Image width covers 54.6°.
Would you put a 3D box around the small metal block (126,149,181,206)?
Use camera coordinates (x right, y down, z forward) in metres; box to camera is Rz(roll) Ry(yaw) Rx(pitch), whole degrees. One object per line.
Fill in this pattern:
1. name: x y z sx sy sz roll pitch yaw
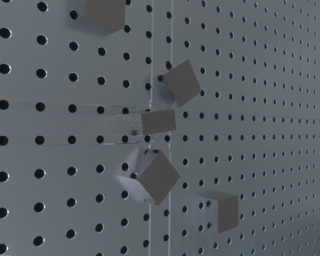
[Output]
1. small metal block: -0.008 0.063 0.402 0.050 0.025 0.050 -50 119 -28

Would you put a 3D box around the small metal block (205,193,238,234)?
1. small metal block: 0.098 0.133 0.490 0.050 0.025 0.050 -1 91 -40

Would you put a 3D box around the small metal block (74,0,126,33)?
1. small metal block: -0.067 -0.142 0.352 0.050 0.025 0.050 4 88 -40

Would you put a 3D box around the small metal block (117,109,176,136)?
1. small metal block: -0.017 -0.007 0.378 0.050 0.050 0.025 -9 96 -40

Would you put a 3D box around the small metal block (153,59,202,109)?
1. small metal block: 0.025 -0.061 0.429 0.050 0.025 0.050 -38 114 -33
